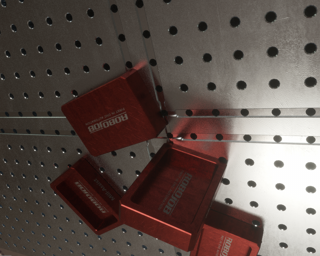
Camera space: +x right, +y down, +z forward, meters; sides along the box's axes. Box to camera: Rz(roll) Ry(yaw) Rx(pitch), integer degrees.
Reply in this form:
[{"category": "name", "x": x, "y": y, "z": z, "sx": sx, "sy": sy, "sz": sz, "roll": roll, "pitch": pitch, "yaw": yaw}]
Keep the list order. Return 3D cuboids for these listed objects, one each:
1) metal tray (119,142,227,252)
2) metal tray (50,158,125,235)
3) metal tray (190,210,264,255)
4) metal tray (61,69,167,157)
[{"category": "metal tray", "x": 0.020, "y": 0.075, "z": 0.378, "sx": 0.090, "sy": 0.131, "sz": 0.030, "roll": 19, "pitch": 126, "yaw": 17}, {"category": "metal tray", "x": -0.122, "y": 0.124, "z": 0.546, "sx": 0.130, "sy": 0.030, "sz": 0.090, "roll": 49, "pitch": 128, "yaw": -7}, {"category": "metal tray", "x": 0.095, "y": 0.191, "z": 0.475, "sx": 0.090, "sy": 0.030, "sz": 0.129, "roll": 18, "pitch": 125, "yaw": 17}, {"category": "metal tray", "x": -0.067, "y": -0.016, "z": 0.431, "sx": 0.130, "sy": 0.030, "sz": 0.090, "roll": -19, "pitch": 109, "yaw": 35}]
